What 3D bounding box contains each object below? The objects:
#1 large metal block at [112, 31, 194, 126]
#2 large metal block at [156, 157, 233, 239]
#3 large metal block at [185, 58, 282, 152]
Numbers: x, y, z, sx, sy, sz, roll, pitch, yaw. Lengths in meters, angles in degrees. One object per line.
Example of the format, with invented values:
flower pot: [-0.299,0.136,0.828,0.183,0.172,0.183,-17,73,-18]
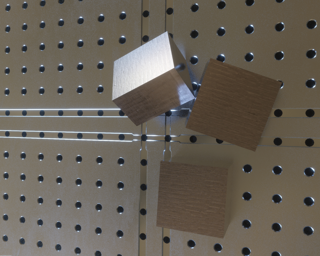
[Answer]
large metal block: [-0.010,-0.061,0.381,0.080,0.050,0.080,-25,42,18]
large metal block: [0.044,0.082,0.383,0.080,0.050,0.079,4,91,19]
large metal block: [0.081,-0.027,0.359,0.080,0.050,0.080,19,97,1]
